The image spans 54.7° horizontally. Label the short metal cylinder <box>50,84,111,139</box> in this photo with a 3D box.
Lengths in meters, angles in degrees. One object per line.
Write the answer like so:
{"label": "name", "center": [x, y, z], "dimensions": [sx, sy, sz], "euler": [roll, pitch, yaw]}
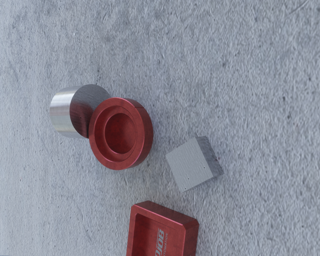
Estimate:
{"label": "short metal cylinder", "center": [-0.115, -0.024, 0.464], "dimensions": [0.050, 0.081, 0.080], "euler": [1, 91, 40]}

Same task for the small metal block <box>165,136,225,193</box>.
{"label": "small metal block", "center": [0.041, 0.044, 0.372], "dimensions": [0.050, 0.025, 0.050], "euler": [-36, 68, 34]}

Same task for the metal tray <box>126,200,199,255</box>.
{"label": "metal tray", "center": [-0.002, 0.171, 0.403], "dimensions": [0.090, 0.030, 0.129], "euler": [11, 97, 39]}

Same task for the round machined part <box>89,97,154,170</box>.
{"label": "round machined part", "center": [-0.049, 0.007, 0.430], "dimensions": [0.098, 0.042, 0.097], "euler": [1, 92, 33]}
